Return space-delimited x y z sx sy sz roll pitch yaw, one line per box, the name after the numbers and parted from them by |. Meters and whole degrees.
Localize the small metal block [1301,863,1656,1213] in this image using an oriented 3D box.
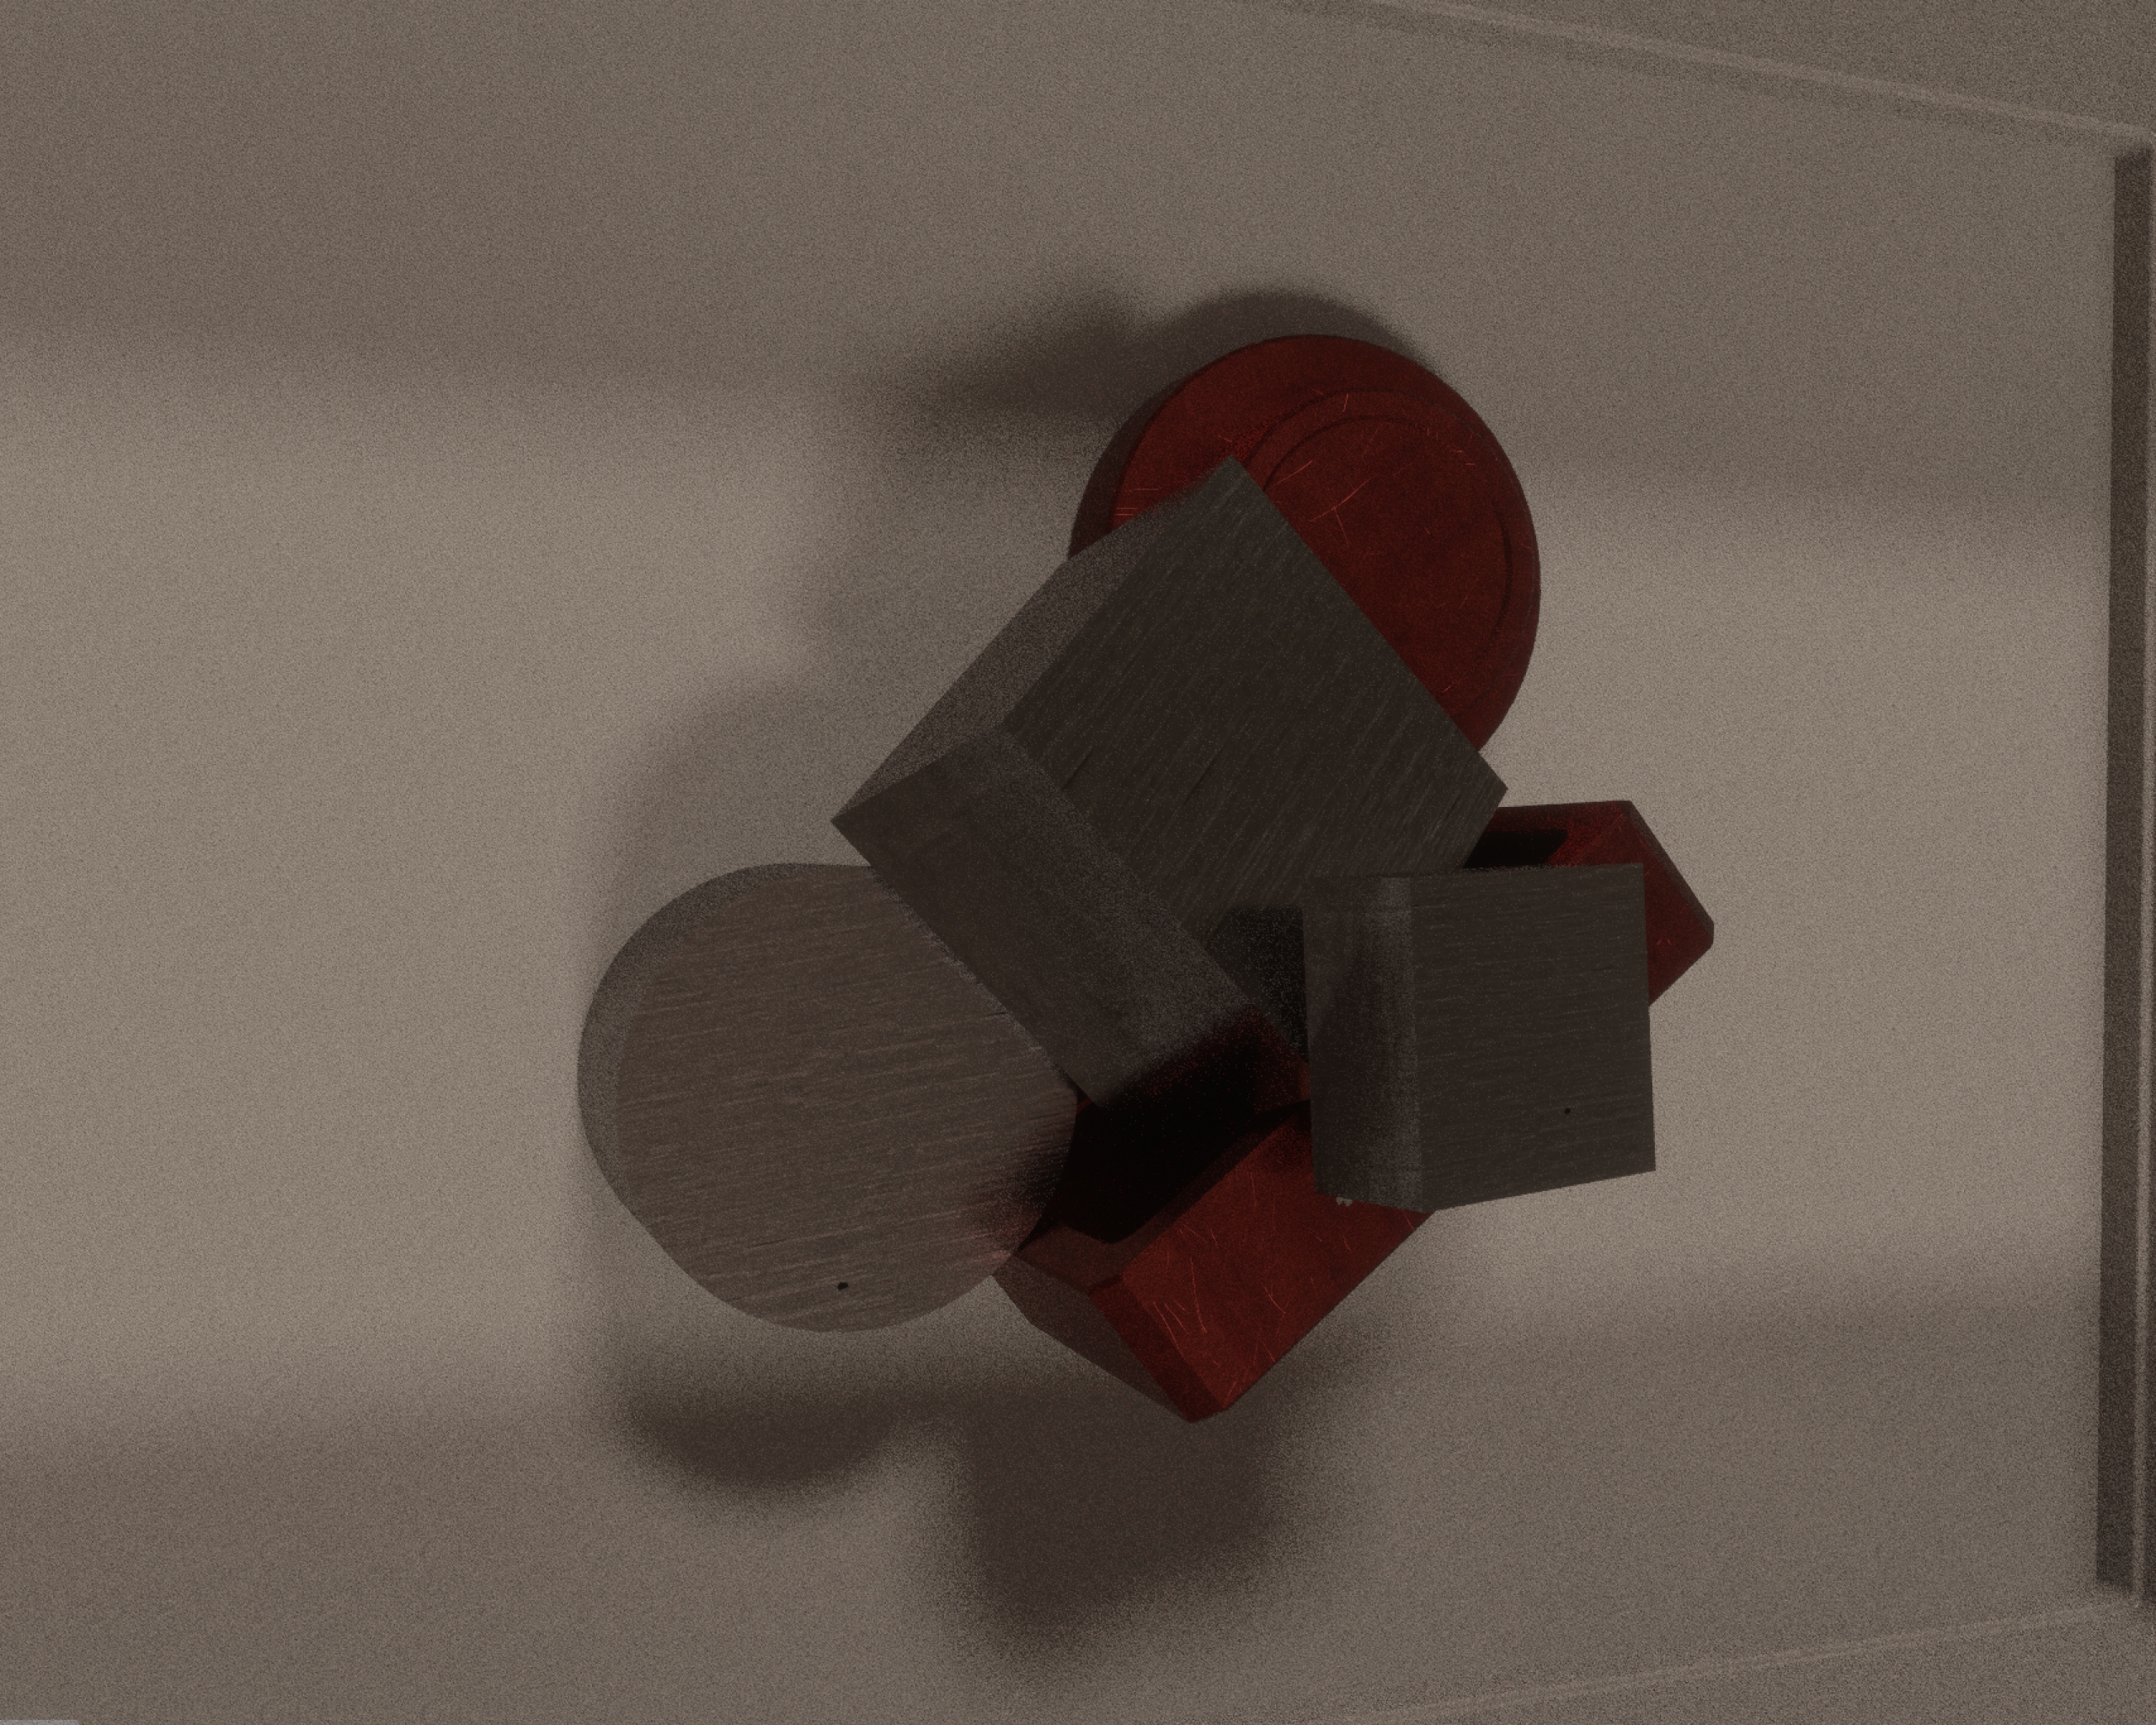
0.064 0.026 0.332 0.050 0.025 0.050 -3 91 -33 | small metal block

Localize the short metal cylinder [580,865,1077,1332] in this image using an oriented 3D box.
-0.047 0.040 0.379 0.081 0.050 0.079 0 90 -21 | short metal cylinder

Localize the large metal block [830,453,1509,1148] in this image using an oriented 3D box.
0.019 -0.010 0.365 0.080 0.050 0.080 48 50 -14 | large metal block

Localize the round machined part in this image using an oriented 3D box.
0.052 -0.058 0.420 0.099 0.042 0.097 0 90 -21 | round machined part

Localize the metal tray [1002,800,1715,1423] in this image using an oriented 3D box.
0.044 0.040 0.391 0.131 0.090 0.030 -40 102 -16 | metal tray
